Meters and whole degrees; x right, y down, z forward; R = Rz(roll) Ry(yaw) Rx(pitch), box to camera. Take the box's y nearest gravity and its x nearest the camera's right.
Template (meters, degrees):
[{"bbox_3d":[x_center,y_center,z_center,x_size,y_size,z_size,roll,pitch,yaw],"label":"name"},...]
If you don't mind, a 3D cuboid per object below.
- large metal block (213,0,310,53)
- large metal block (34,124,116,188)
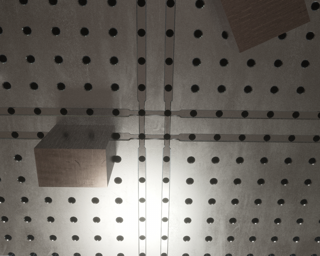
[{"bbox_3d":[0.109,-0.142,0.349,0.080,0.050,0.080,-24,109,8],"label":"large metal block"},{"bbox_3d":[-0.102,0.033,0.395,0.081,0.080,0.050,1,110,-1],"label":"large metal block"}]
